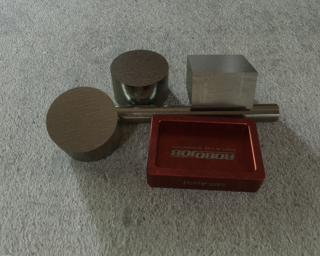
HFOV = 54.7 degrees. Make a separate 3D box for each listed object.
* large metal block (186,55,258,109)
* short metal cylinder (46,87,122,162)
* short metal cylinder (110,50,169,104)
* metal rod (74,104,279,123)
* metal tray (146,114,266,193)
[{"bbox_3d":[0.080,-0.066,0.428,0.081,0.050,0.080,0,29,-1],"label":"large metal block"},{"bbox_3d":[-0.089,-0.003,0.374,0.081,0.050,0.080,0,71,-1],"label":"short metal cylinder"},{"bbox_3d":[-0.028,-0.068,0.446,0.081,0.050,0.080,0,49,0],"label":"short metal cylinder"},{"bbox_3d":[0.008,-0.019,0.422,0.302,0.025,0.025,-1,50,-1],"label":"metal rod"},{"bbox_3d":[0.053,0.028,0.377,0.131,0.030,0.090,3,50,2],"label":"metal tray"}]
